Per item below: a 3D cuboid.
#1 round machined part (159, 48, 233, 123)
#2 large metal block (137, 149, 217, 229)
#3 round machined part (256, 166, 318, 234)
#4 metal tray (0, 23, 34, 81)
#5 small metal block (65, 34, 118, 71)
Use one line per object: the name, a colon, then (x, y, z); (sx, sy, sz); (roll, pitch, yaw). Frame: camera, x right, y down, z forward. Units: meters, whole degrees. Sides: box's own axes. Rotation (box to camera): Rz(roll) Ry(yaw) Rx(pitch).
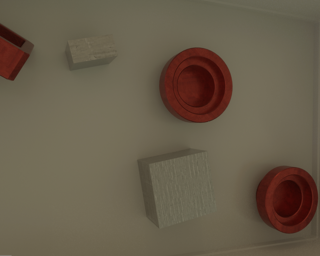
round machined part: (0.045, -0.055, 0.419); (0.099, 0.042, 0.097); (0, 90, -21)
large metal block: (0.022, 0.075, 0.407); (0.081, 0.050, 0.079); (-10, 94, -20)
round machined part: (0.188, 0.106, 0.473); (0.099, 0.042, 0.097); (0, 90, -21)
metal tray: (-0.190, -0.100, 0.292); (0.131, 0.090, 0.030); (32, 98, -27)
small metal block: (-0.083, -0.089, 0.367); (0.050, 0.050, 0.025); (-15, 96, -20)
